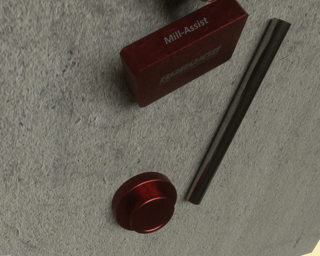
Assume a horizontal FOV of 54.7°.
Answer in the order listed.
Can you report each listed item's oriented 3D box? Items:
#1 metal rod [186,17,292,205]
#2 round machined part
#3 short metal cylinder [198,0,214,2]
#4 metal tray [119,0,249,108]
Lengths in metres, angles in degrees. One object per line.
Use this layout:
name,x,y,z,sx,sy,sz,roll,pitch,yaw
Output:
metal rod,0.108,-0.011,0.459,0.025,0.025,0.298,9,114,-32
round machined part,-0.018,0.117,0.459,0.099,0.042,0.097,-14,124,-21
short metal cylinder,0.042,-0.171,0.308,0.081,0.050,0.079,-14,124,-21
metal tray,0.025,-0.079,0.337,0.131,0.030,0.090,-30,165,-9
